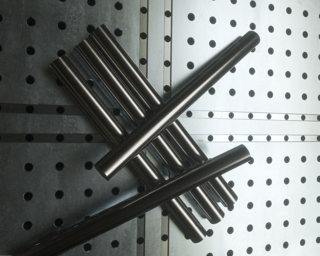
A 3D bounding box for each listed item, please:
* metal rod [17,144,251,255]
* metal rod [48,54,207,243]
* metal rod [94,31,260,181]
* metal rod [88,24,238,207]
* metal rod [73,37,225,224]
[{"bbox_3d":[-0.022,0.093,0.383,0.302,0.025,0.025,-24,99,-11],"label":"metal rod"},{"bbox_3d":[-0.034,0.036,0.401,0.025,0.025,0.300,-41,103,-16],"label":"metal rod"},{"bbox_3d":[0.037,-0.043,0.406,0.301,0.025,0.025,-42,104,-24],"label":"metal rod"},{"bbox_3d":[0.012,-0.007,0.418,0.025,0.025,0.300,-42,104,-15],"label":"metal rod"},{"bbox_3d":[-0.007,0.013,0.411,0.025,0.025,0.300,-41,103,-16],"label":"metal rod"}]
